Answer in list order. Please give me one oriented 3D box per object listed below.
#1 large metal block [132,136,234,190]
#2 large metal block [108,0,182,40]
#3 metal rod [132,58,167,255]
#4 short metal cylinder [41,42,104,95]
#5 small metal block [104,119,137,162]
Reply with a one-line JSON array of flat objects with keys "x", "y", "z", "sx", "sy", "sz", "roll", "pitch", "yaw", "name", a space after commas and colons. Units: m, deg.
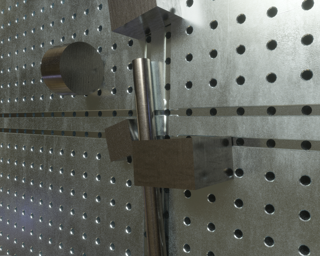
[{"x": 0.027, "y": 0.036, "z": 0.350, "sx": 0.080, "sy": 0.081, "sz": 0.050, "roll": -5, "pitch": 87, "yaw": 39, "name": "large metal block"}, {"x": -0.023, "y": -0.175, "z": 0.410, "sx": 0.080, "sy": 0.050, "sz": 0.080, "roll": -13, "pitch": 82, "yaw": 39, "name": "large metal block"}, {"x": -0.013, "y": 0.055, "z": 0.418, "sx": 0.025, "sy": 0.025, "sz": 0.298, "roll": -8, "pitch": 85, "yaw": 39, "name": "metal rod"}, {"x": -0.135, "y": -0.091, "z": 0.482, "sx": 0.050, "sy": 0.081, "sz": 0.079, "roll": 4, "pitch": 93, "yaw": 39, "name": "short metal cylinder"}, {"x": -0.051, "y": 0.018, "z": 0.449, "sx": 0.050, "sy": 0.025, "sz": 0.050, "roll": -21, "pitch": 77, "yaw": 37, "name": "small metal block"}]
